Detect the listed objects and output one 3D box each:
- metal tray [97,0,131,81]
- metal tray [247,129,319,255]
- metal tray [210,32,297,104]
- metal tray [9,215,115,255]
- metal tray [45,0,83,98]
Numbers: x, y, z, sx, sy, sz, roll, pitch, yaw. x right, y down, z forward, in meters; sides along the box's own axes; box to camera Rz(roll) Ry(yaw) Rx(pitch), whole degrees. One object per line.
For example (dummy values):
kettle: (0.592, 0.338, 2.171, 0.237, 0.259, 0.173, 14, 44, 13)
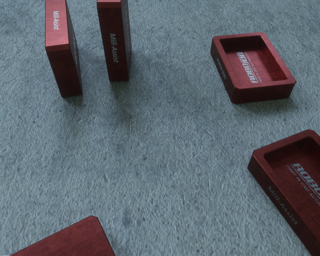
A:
metal tray: (-0.063, -0.144, 0.456, 0.030, 0.129, 0.090, -1, 50, 0)
metal tray: (0.172, 0.068, 0.343, 0.091, 0.030, 0.130, -19, 53, -15)
metal tray: (0.139, -0.097, 0.482, 0.091, 0.030, 0.130, -7, 50, -6)
metal tray: (-0.072, 0.154, 0.270, 0.091, 0.030, 0.130, -23, 54, -19)
metal tray: (-0.143, -0.120, 0.460, 0.030, 0.090, 0.130, -10, 51, -8)
